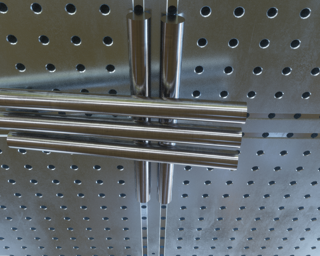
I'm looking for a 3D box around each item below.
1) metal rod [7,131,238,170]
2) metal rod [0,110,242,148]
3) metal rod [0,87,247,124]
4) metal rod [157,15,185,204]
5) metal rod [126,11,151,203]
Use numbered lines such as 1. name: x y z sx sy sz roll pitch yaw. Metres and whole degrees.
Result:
1. metal rod: -0.052 0.028 0.407 0.302 0.025 0.025 5 131 6
2. metal rod: -0.054 0.000 0.384 0.302 0.025 0.025 4 131 6
3. metal rod: -0.055 -0.027 0.361 0.302 0.025 0.025 4 131 6
4. metal rod: 0.010 0.002 0.414 0.025 0.025 0.298 1 130 -1
5. metal rod: -0.025 -0.001 0.411 0.025 0.025 0.298 1 130 -1
